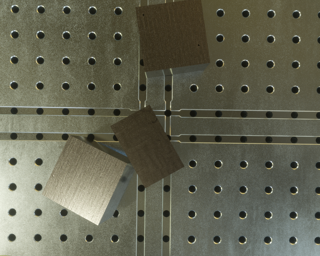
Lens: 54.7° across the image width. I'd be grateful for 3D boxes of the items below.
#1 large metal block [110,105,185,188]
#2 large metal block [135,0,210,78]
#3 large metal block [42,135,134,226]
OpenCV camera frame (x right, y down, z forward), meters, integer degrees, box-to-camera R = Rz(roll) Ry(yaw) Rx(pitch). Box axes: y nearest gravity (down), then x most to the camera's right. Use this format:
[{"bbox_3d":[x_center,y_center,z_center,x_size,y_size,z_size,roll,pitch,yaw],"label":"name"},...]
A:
[{"bbox_3d":[-0.014,0.020,0.386,0.050,0.080,0.080,-29,90,0],"label":"large metal block"},{"bbox_3d":[0.016,-0.113,0.401,0.081,0.050,0.080,-8,90,-1],"label":"large metal block"},{"bbox_3d":[-0.086,0.063,0.392,0.080,0.050,0.080,25,90,11],"label":"large metal block"}]
